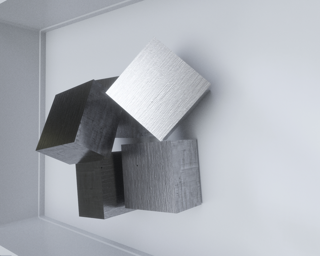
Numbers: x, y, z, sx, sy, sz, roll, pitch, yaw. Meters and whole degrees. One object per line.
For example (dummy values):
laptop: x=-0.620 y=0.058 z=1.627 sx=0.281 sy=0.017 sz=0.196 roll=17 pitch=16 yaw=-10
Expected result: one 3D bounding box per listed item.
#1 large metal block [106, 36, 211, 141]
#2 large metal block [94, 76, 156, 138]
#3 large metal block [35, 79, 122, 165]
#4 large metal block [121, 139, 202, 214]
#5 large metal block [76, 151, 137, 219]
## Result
large metal block: x=0.001 y=-0.042 z=0.353 sx=0.080 sy=0.050 sz=0.080 roll=42 pitch=95 yaw=6
large metal block: x=-0.051 y=-0.027 z=0.428 sx=0.080 sy=0.050 sz=0.079 roll=-1 pitch=89 yaw=39
large metal block: x=-0.098 y=-0.004 z=0.382 sx=0.080 sy=0.050 sz=0.080 roll=-12 pitch=57 yaw=39
large metal block: x=0.001 y=0.057 z=0.383 sx=0.080 sy=0.050 sz=0.080 roll=-7 pitch=86 yaw=39
large metal block: x=-0.063 y=0.072 z=0.419 sx=0.050 sy=0.081 sz=0.080 roll=-8 pitch=85 yaw=39
